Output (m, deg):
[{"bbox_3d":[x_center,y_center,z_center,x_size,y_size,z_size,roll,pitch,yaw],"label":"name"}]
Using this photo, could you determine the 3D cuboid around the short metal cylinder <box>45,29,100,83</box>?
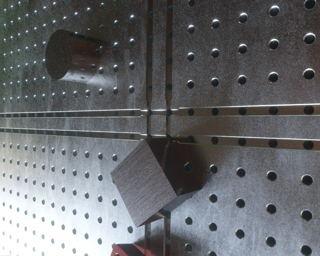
[{"bbox_3d":[-0.146,-0.117,0.514,0.080,0.050,0.079,0,90,40],"label":"short metal cylinder"}]

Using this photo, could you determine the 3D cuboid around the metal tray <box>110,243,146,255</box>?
[{"bbox_3d":[-0.048,0.238,0.419,0.090,0.030,0.129,22,91,46],"label":"metal tray"}]

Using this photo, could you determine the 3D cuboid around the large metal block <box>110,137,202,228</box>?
[{"bbox_3d":[-0.008,0.068,0.400,0.080,0.050,0.080,-45,63,31],"label":"large metal block"}]
